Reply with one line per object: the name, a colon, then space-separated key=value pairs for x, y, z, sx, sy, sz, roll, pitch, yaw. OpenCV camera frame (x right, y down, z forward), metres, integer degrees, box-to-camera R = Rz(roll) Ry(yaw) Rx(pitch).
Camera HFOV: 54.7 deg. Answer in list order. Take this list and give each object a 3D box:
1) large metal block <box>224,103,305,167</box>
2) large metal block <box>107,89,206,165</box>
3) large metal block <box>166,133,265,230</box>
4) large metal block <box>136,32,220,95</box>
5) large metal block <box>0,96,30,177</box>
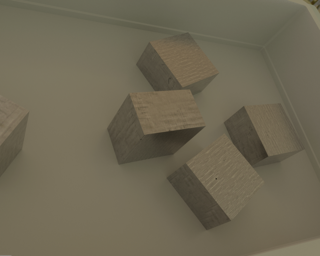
large metal block: x=0.157 y=0.011 z=0.470 sx=0.081 sy=0.050 sz=0.080 roll=-6 pitch=65 yaw=-31
large metal block: x=-0.007 y=-0.001 z=0.369 sx=0.081 sy=0.080 sz=0.050 roll=-8 pitch=66 yaw=-32
large metal block: x=0.070 y=0.066 z=0.389 sx=0.081 sy=0.050 sz=0.080 roll=-32 pitch=80 yaw=-38
large metal block: x=0.026 y=-0.088 z=0.459 sx=0.081 sy=0.050 sz=0.080 roll=-26 pitch=76 yaw=-37
large metal block: x=-0.172 y=0.002 z=0.277 sx=0.080 sy=0.080 sz=0.050 roll=30 pitch=52 yaw=-9
